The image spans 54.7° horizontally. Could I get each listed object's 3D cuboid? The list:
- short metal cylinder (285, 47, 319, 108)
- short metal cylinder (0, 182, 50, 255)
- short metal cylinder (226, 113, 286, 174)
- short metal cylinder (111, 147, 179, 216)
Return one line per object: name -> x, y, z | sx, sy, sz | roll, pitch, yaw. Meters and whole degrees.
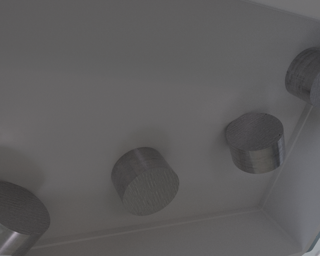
short metal cylinder -> 0.242, -0.078, 0.476 | 0.081, 0.050, 0.079 | -14, 124, -21
short metal cylinder -> -0.172, 0.106, 0.344 | 0.050, 0.080, 0.080 | -49, 129, 6
short metal cylinder -> 0.144, 0.022, 0.465 | 0.080, 0.080, 0.050 | -30, 129, -9
short metal cylinder -> -0.021, 0.073, 0.426 | 0.081, 0.050, 0.079 | -14, 124, -21
